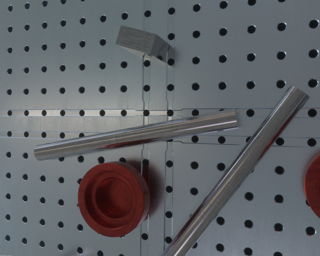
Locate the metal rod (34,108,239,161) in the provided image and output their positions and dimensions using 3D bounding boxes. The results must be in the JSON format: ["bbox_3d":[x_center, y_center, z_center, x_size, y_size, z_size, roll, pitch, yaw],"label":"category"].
[{"bbox_3d":[-0.045,0.013,0.428,0.301,0.025,0.025,-10,87,19],"label":"metal rod"}]

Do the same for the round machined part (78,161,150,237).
[{"bbox_3d":[-0.059,0.094,0.424,0.098,0.042,0.097,0,90,20],"label":"round machined part"}]

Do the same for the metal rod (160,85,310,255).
[{"bbox_3d":[0.078,0.079,0.384,0.025,0.025,0.299,38,102,16],"label":"metal rod"}]

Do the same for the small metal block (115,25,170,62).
[{"bbox_3d":[-0.022,-0.110,0.407,0.050,0.050,0.025,20,97,19],"label":"small metal block"}]

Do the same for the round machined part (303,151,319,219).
[{"bbox_3d":[0.208,0.064,0.330,0.098,0.042,0.097,0,90,20],"label":"round machined part"}]
